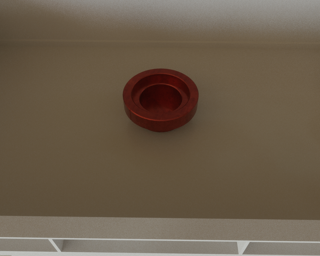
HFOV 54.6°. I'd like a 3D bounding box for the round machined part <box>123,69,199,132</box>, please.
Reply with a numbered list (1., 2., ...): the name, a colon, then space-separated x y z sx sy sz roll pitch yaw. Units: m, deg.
1. round machined part: 0.001 -0.033 0.418 0.099 0.042 0.098 0 50 0
